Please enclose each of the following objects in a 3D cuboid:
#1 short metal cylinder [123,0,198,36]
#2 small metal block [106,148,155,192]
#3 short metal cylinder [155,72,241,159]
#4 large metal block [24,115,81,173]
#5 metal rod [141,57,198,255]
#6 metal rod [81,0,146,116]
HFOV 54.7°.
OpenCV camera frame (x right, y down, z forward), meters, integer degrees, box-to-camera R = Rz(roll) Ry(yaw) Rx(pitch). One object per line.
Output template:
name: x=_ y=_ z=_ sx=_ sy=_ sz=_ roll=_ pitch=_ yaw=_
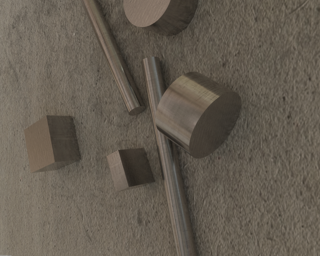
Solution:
short metal cylinder: x=0.000 y=-0.161 z=0.388 sx=0.080 sy=0.050 sz=0.080 roll=0 pitch=90 yaw=40
small metal block: x=-0.039 y=0.056 z=0.421 sx=0.025 sy=0.050 sz=0.050 roll=-29 pitch=72 yaw=36
short metal cylinder: x=0.042 y=-0.014 z=0.335 sx=0.050 sy=0.081 sz=0.079 roll=37 pitch=113 yaw=34
large metal block: x=-0.191 y=0.029 z=0.546 sx=0.080 sy=0.050 sz=0.080 roll=-23 pitch=75 yaw=37
metal rod: x=0.014 y=0.054 z=0.393 sx=0.025 sy=0.025 sz=0.299 roll=-18 pitch=79 yaw=38
metal rod: x=-0.090 y=-0.152 z=0.479 sx=0.025 sy=0.025 sz=0.299 roll=-38 pitch=67 yaw=33
